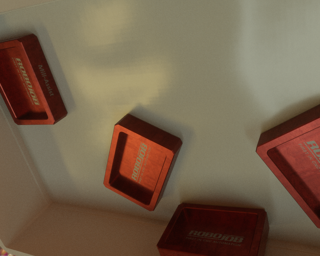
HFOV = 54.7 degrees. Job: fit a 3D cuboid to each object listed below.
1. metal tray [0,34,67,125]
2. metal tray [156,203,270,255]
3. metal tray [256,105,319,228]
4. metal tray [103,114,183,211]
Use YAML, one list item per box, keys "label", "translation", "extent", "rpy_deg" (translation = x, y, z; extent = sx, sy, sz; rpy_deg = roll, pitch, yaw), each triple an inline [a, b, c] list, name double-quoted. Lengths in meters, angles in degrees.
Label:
- label: "metal tray"
  translation: [-0.204, -0.068, 0.467]
  extent: [0.090, 0.030, 0.129]
  rpy_deg: [-1, 118, 28]
- label: "metal tray"
  translation: [0.072, 0.147, 0.418]
  extent: [0.130, 0.090, 0.030]
  rpy_deg: [-3, 117, 29]
- label: "metal tray"
  translation: [0.181, 0.045, 0.337]
  extent: [0.090, 0.030, 0.130]
  rpy_deg: [-34, 100, 38]
- label: "metal tray"
  translation: [-0.029, 0.054, 0.452]
  extent: [0.090, 0.030, 0.129]
  rpy_deg: [26, 127, 11]
